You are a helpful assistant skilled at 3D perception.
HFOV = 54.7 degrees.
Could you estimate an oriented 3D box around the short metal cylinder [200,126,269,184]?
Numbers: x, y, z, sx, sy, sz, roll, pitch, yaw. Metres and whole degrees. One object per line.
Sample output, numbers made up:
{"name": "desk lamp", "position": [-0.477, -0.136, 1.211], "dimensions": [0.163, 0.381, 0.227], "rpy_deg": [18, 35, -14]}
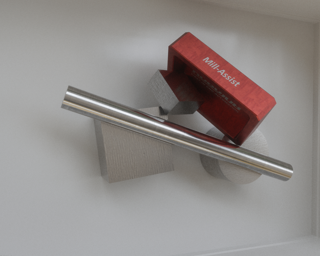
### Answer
{"name": "short metal cylinder", "position": [0.104, 0.035, 0.436], "dimensions": [0.081, 0.050, 0.079], "rpy_deg": [0, 90, -21]}

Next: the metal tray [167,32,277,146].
{"name": "metal tray", "position": [0.065, -0.044, 0.373], "dimensions": [0.130, 0.090, 0.030], "rpy_deg": [43, 74, 15]}

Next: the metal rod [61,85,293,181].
{"name": "metal rod", "position": [0.036, 0.014, 0.369], "dimensions": [0.302, 0.025, 0.025], "rpy_deg": [19, 84, -20]}

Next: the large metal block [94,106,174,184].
{"name": "large metal block", "position": [-0.034, 0.018, 0.385], "dimensions": [0.081, 0.050, 0.079], "rpy_deg": [-8, 93, -20]}

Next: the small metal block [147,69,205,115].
{"name": "small metal block", "position": [0.020, -0.044, 0.382], "dimensions": [0.050, 0.025, 0.050], "rpy_deg": [-5, 56, -47]}
